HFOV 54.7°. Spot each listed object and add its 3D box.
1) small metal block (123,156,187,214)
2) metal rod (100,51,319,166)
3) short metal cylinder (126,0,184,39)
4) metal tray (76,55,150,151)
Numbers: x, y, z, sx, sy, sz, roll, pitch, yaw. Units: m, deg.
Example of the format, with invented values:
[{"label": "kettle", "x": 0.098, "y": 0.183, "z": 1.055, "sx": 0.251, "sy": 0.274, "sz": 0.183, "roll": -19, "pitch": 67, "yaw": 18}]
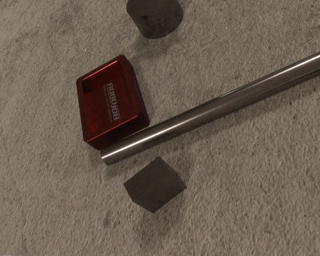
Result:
[{"label": "small metal block", "x": -0.004, "y": 0.065, "z": 0.349, "sx": 0.050, "sy": 0.050, "sz": 0.025, "roll": -39, "pitch": 51, "yaw": 2}, {"label": "metal rod", "x": 0.061, "y": -0.020, "z": 0.383, "sx": 0.301, "sy": 0.025, "sz": 0.025, "roll": -24, "pitch": 53, "yaw": 13}, {"label": "short metal cylinder", "x": -0.008, "y": -0.194, "z": 0.510, "sx": 0.080, "sy": 0.050, "sz": 0.080, "roll": -13, "pitch": 56, "yaw": 20}, {"label": "metal tray", "x": -0.074, "y": -0.041, "z": 0.462, "sx": 0.090, "sy": 0.030, "sz": 0.130, "roll": -26, "pitch": 53, "yaw": 11}]
